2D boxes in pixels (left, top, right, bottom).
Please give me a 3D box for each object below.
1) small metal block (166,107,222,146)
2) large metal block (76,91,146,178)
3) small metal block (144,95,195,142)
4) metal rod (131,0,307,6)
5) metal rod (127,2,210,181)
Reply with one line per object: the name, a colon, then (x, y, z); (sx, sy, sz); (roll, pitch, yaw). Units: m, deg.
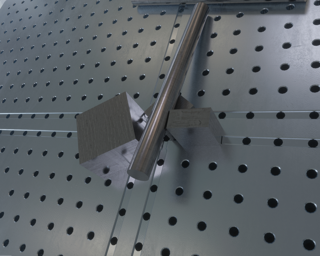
small metal block: (0.042, 0.000, 0.370); (0.050, 0.050, 0.025); (-2, 61, 27)
large metal block: (-0.062, 0.010, 0.419); (0.080, 0.050, 0.080); (-25, 53, 13)
small metal block: (0.015, -0.019, 0.412); (0.050, 0.025, 0.050); (-44, 51, -2)
metal rod: (0.075, -0.213, 0.499); (0.300, 0.025, 0.025); (14, 69, 33)
metal rod: (0.021, -0.069, 0.410); (0.025, 0.025, 0.300); (1, 53, 28)
